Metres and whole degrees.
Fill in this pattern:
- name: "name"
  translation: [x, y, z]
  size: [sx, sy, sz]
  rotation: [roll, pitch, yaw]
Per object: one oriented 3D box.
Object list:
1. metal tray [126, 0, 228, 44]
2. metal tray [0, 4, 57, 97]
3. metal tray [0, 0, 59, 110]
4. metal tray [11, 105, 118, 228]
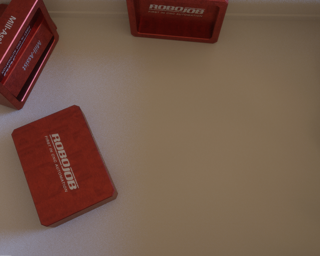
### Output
- name: "metal tray"
  translation: [0.023, -0.162, 0.434]
  size: [0.131, 0.090, 0.030]
  rotation: [6, 70, 2]
- name: "metal tray"
  translation: [-0.216, -0.111, 0.437]
  size: [0.090, 0.030, 0.130]
  rotation: [16, 70, 17]
- name: "metal tray"
  translation: [-0.185, -0.099, 0.409]
  size: [0.030, 0.090, 0.130]
  rotation: [18, 71, 4]
- name: "metal tray"
  translation: [-0.120, 0.046, 0.389]
  size: [0.091, 0.030, 0.130]
  rotation: [-24, 72, -9]
